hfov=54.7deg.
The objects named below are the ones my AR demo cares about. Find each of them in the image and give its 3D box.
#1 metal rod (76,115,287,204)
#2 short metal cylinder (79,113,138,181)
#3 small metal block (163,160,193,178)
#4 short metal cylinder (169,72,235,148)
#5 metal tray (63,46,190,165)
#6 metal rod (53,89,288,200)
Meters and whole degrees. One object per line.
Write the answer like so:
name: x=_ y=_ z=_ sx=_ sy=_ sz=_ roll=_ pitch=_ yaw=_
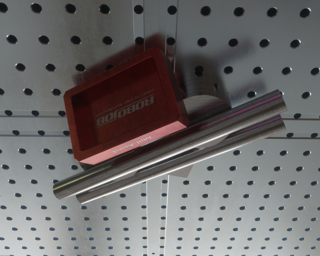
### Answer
metal rod: x=0.015 y=0.046 z=0.417 sx=0.300 sy=0.025 sz=0.025 roll=-22 pitch=127 yaw=17
short metal cylinder: x=-0.065 y=0.026 z=0.416 sx=0.081 sy=0.050 sz=0.079 roll=0 pitch=130 yaw=0
small metal block: x=0.022 y=0.043 z=0.447 sx=0.050 sy=0.025 sz=0.050 roll=11 pitch=129 yaw=-10
short metal cylinder: x=0.046 y=-0.021 z=0.378 sx=0.081 sy=0.050 sz=0.079 roll=0 pitch=130 yaw=0
metal tray: x=-0.042 y=-0.022 z=0.347 sx=0.130 sy=0.090 sz=0.030 roll=-23 pitch=159 yaw=17
metal rod: x=-0.003 y=0.028 z=0.368 sx=0.300 sy=0.025 sz=0.025 roll=-23 pitch=127 yaw=18
